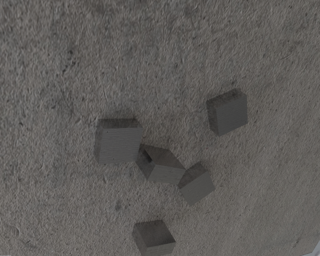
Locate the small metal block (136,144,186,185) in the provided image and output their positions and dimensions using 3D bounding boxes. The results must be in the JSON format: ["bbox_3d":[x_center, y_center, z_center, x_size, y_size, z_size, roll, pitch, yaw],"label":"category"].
[{"bbox_3d":[-0.001,0.049,0.420,0.050,0.050,0.025,14,111,-34],"label":"small metal block"}]

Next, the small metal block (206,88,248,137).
[{"bbox_3d":[0.097,-0.022,0.446,0.050,0.025,0.050,-24,127,-14],"label":"small metal block"}]

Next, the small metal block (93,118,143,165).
[{"bbox_3d":[-0.053,0.016,0.388,0.050,0.025,0.050,-2,119,-28],"label":"small metal block"}]

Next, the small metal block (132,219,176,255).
[{"bbox_3d":[-0.011,0.176,0.494,0.050,0.050,0.025,1,118,-29],"label":"small metal block"}]

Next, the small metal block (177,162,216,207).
[{"bbox_3d":[0.055,0.090,0.492,0.050,0.025,0.050,-33,129,-7],"label":"small metal block"}]
